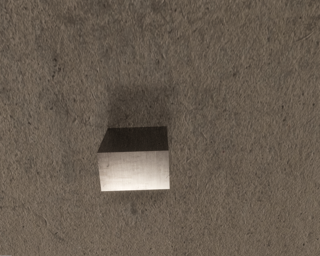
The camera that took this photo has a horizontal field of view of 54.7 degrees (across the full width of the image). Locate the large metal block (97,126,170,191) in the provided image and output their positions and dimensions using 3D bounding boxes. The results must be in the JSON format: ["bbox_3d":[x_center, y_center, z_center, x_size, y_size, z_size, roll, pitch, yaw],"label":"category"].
[{"bbox_3d":[-0.030,0.036,0.393,0.081,0.080,0.050,-2,110,0],"label":"large metal block"}]
